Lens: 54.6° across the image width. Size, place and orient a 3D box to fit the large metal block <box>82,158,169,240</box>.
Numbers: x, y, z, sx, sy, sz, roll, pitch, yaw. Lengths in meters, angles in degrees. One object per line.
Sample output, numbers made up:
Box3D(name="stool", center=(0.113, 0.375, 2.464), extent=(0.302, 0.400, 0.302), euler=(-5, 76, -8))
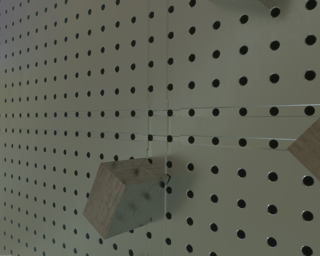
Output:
Box3D(name="large metal block", center=(-0.045, 0.090, 0.412), extent=(0.050, 0.081, 0.080), euler=(35, 111, 35))

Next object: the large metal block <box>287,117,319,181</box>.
Box3D(name="large metal block", center=(0.160, 0.026, 0.242), extent=(0.080, 0.081, 0.050), euler=(51, 120, 27))

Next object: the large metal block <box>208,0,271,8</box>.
Box3D(name="large metal block", center=(0.082, -0.179, 0.326), extent=(0.080, 0.050, 0.080), euler=(26, 107, 37))
